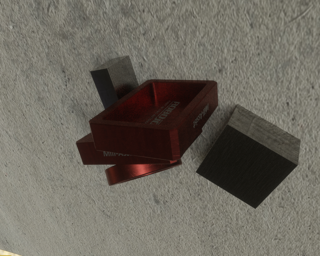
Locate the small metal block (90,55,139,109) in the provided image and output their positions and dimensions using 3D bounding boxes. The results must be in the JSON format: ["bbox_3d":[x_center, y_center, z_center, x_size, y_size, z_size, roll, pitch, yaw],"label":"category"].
[{"bbox_3d":[-0.053,-0.056,0.382,0.025,0.050,0.050,-4,117,30],"label":"small metal block"}]

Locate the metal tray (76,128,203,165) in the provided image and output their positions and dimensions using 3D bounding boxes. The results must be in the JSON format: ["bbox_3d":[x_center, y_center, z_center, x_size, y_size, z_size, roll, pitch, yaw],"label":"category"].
[{"bbox_3d":[-0.025,0.011,0.381,0.130,0.090,0.030,-4,110,30],"label":"metal tray"}]

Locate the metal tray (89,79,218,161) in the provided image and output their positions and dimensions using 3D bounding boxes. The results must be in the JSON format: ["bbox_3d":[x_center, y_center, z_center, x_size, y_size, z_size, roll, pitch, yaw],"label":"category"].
[{"bbox_3d":[0.000,-0.016,0.327,0.090,0.131,0.030,5,118,25],"label":"metal tray"}]

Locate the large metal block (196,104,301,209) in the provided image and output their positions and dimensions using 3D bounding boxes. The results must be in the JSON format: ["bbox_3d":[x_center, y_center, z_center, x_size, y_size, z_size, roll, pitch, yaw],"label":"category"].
[{"bbox_3d":[0.100,0.033,0.358,0.080,0.050,0.079,31,128,7],"label":"large metal block"}]

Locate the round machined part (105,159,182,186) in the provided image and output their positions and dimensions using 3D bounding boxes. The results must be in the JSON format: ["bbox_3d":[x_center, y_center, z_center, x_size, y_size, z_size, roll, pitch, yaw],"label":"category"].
[{"bbox_3d":[-0.024,0.041,0.404,0.098,0.099,0.042,-23,79,36],"label":"round machined part"}]
